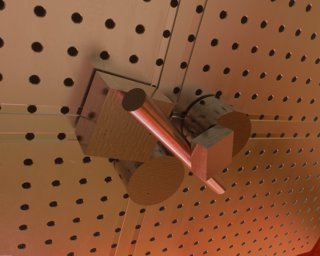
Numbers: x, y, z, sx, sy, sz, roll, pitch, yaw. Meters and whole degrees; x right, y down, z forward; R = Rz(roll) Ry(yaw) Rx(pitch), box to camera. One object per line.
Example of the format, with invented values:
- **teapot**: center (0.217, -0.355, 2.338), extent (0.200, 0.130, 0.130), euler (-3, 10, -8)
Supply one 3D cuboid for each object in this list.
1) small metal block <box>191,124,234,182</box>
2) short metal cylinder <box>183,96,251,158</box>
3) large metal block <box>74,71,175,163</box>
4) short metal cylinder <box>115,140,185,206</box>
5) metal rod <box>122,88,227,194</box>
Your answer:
- **small metal block**: center (0.065, 0.030, 0.387), extent (0.050, 0.025, 0.050), euler (-29, 130, -33)
- **short metal cylinder**: center (0.080, 0.002, 0.435), extent (0.081, 0.050, 0.079), euler (-14, 124, -21)
- **large metal block**: center (-0.042, -0.011, 0.358), extent (0.081, 0.050, 0.079), euler (11, 113, -33)
- **short metal cylinder**: center (-0.014, 0.057, 0.418), extent (0.081, 0.050, 0.079), euler (-14, 124, -21)
- **metal rod**: center (0.039, 0.037, 0.405), extent (0.025, 0.025, 0.300), euler (-43, 144, 1)
